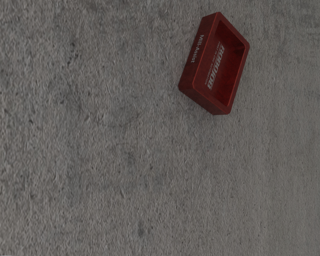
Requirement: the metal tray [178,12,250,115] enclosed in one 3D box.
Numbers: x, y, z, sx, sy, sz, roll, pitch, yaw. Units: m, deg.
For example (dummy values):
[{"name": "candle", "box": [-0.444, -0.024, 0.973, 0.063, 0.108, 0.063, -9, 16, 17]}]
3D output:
[{"name": "metal tray", "box": [0.086, -0.096, 0.471, 0.090, 0.030, 0.130, 31, 71, -36]}]
